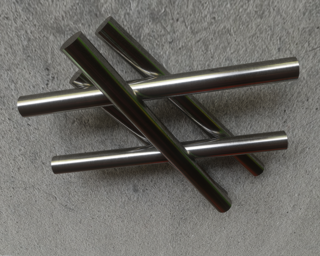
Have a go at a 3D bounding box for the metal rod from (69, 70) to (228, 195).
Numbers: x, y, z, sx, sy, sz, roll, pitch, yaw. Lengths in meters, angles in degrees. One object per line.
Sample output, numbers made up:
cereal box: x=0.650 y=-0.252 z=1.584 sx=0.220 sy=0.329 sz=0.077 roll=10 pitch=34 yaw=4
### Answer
metal rod: x=0.002 y=0.026 z=0.430 sx=0.025 sy=0.025 sz=0.300 roll=-33 pitch=123 yaw=25

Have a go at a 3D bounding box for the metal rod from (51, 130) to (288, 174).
metal rod: x=0.009 y=0.033 z=0.404 sx=0.302 sy=0.025 sz=0.025 roll=-7 pitch=130 yaw=5

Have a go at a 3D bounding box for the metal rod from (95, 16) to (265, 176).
metal rod: x=0.043 y=-0.022 z=0.390 sx=0.025 sy=0.025 sz=0.301 roll=-35 pitch=122 yaw=26

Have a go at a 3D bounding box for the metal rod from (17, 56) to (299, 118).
metal rod: x=-0.007 y=-0.043 z=0.339 sx=0.302 sy=0.025 sz=0.025 roll=-7 pitch=130 yaw=5

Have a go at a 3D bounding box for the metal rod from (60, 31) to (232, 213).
metal rod: x=0.005 y=0.015 z=0.357 sx=0.025 sy=0.025 sz=0.300 roll=-28 pitch=126 yaw=21
